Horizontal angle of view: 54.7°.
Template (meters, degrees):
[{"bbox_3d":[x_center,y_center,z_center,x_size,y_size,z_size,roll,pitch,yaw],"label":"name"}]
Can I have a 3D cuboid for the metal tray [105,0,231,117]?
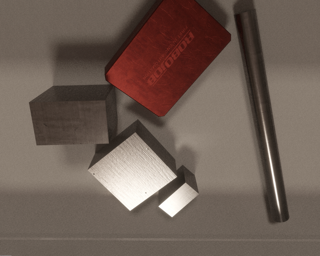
[{"bbox_3d":[0.007,-0.087,0.367,0.090,0.030,0.130,34,107,-24],"label":"metal tray"}]

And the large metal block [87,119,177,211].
[{"bbox_3d":[-0.035,0.049,0.416,0.080,0.050,0.080,-38,106,12],"label":"large metal block"}]

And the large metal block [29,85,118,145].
[{"bbox_3d":[-0.098,-0.019,0.374,0.081,0.080,0.050,-1,110,0],"label":"large metal block"}]

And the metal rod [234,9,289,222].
[{"bbox_3d":[0.139,-0.002,0.412,0.025,0.025,0.298,-15,110,5],"label":"metal rod"}]

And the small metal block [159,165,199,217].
[{"bbox_3d":[0.024,0.086,0.430,0.025,0.050,0.050,42,104,-14],"label":"small metal block"}]
